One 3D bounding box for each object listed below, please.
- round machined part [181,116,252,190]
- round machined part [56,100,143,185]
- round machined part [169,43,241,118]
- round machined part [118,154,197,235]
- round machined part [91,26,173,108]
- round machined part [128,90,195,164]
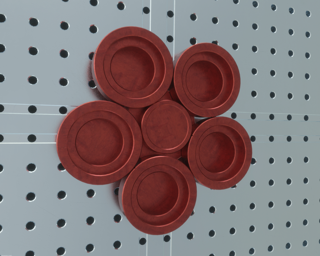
[{"bbox_3d":[0.074,0.033,0.430,0.099,0.042,0.097,0,90,-20],"label":"round machined part"},{"bbox_3d":[-0.074,0.017,0.376,0.099,0.042,0.097,0,90,-20],"label":"round machined part"},{"bbox_3d":[0.056,-0.063,0.424,0.099,0.042,0.097,0,90,-20],"label":"round machined part"},{"bbox_3d":[-0.006,0.083,0.401,0.099,0.042,0.097,0,90,-20],"label":"round machined part"},{"bbox_3d":[-0.036,-0.073,0.390,0.099,0.042,0.097,0,90,-20],"label":"round machined part"},{"bbox_3d":[0.003,-0.001,0.404,0.099,0.042,0.097,0,90,-20],"label":"round machined part"}]
